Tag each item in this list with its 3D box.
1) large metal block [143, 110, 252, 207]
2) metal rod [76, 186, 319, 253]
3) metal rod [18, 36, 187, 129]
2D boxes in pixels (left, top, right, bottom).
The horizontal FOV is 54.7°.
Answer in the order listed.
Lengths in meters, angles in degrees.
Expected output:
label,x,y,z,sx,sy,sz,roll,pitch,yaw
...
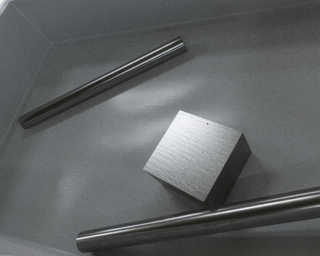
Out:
label,x,y,z,sx,sy,sz,roll,pitch,yaw
large metal block,0.043,0.036,0.344,0.080,0.050,0.080,22,74,36
metal rod,0.038,0.093,0.305,0.300,0.025,0.025,-18,55,25
metal rod,-0.099,-0.068,0.496,0.301,0.025,0.025,-24,53,13
